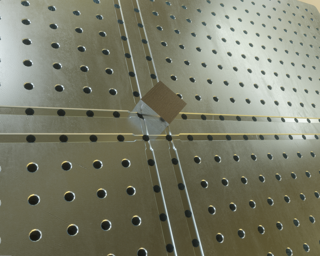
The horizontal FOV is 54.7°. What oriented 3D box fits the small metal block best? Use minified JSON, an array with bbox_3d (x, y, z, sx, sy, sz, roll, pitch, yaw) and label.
[{"bbox_3d":[0.001,-0.030,0.429,0.050,0.025,0.050,41,51,0],"label":"small metal block"}]
